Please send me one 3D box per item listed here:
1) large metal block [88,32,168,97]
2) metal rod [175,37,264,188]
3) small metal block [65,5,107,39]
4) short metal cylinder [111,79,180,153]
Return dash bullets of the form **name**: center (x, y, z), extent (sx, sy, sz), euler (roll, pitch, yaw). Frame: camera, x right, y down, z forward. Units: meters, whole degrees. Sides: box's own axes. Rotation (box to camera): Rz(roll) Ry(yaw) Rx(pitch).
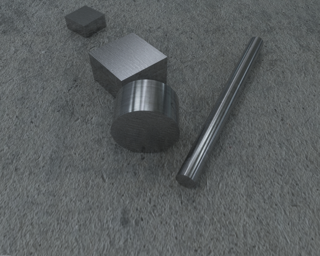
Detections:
- **large metal block**: center (-0.046, -0.089, 0.461), extent (0.080, 0.050, 0.080), euler (-33, 58, -25)
- **metal rod**: center (0.096, -0.042, 0.439), extent (0.025, 0.025, 0.301), euler (21, 53, 16)
- **small metal block**: center (-0.135, -0.194, 0.565), extent (0.050, 0.025, 0.050), euler (31, 56, 23)
- **short metal cylinder**: center (-0.017, -0.012, 0.378), extent (0.081, 0.080, 0.050), euler (1, 50, 0)
